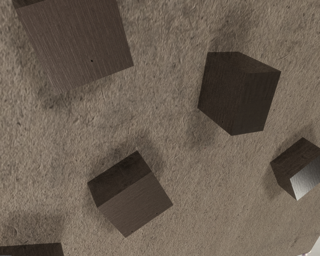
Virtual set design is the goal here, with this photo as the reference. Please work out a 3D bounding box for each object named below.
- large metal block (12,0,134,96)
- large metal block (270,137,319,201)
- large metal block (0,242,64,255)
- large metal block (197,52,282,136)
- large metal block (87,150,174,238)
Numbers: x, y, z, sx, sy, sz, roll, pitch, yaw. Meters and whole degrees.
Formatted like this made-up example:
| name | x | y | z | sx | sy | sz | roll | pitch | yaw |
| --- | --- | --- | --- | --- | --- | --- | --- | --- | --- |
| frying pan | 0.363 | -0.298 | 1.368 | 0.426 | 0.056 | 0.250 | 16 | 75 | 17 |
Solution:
| name | x | y | z | sx | sy | sz | roll | pitch | yaw |
| --- | --- | --- | --- | --- | --- | --- | --- | --- | --- |
| large metal block | -0.080 | -0.089 | 0.293 | 0.081 | 0.050 | 0.080 | -24 | 128 | -14 |
| large metal block | 0.266 | 0.078 | 0.588 | 0.080 | 0.050 | 0.080 | -37 | 130 | -4 |
| large metal block | -0.169 | 0.201 | 0.404 | 0.081 | 0.080 | 0.050 | 9 | 114 | -33 |
| large metal block | 0.097 | -0.047 | 0.397 | 0.050 | 0.080 | 0.079 | -8 | 122 | -25 |
| large metal block | -0.039 | 0.091 | 0.427 | 0.080 | 0.050 | 0.080 | -33 | 129 | -7 |
